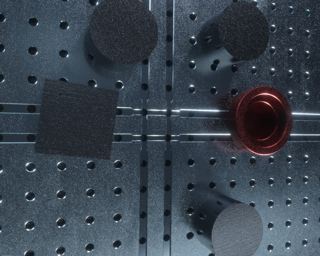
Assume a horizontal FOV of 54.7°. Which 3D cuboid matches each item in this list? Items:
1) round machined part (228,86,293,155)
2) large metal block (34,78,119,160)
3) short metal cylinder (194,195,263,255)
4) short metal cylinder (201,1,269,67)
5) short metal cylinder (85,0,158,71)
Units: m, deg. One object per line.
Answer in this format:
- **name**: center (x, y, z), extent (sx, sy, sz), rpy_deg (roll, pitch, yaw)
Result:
- **round machined part**: center (0.142, -0.010, 0.456), extent (0.099, 0.042, 0.097), rpy_deg (0, 90, -20)
- **large metal block**: center (-0.098, -0.008, 0.363), extent (0.081, 0.050, 0.080), rpy_deg (8, 87, -20)
- **short metal cylinder**: center (0.096, 0.140, 0.435), extent (0.081, 0.050, 0.079), rpy_deg (0, 90, -20)
- **short metal cylinder**: center (0.105, -0.130, 0.438), extent (0.081, 0.050, 0.079), rpy_deg (0, 90, -20)
- **short metal cylinder**: center (-0.049, -0.113, 0.381), extent (0.081, 0.050, 0.079), rpy_deg (0, 90, -20)
